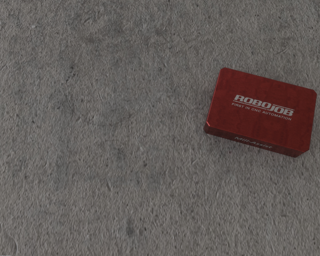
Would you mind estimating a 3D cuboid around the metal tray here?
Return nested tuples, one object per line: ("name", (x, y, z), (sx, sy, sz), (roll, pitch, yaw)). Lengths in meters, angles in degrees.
("metal tray", (0.133, -0.022, 0.414), (0.131, 0.030, 0.090), (16, 71, 5))
